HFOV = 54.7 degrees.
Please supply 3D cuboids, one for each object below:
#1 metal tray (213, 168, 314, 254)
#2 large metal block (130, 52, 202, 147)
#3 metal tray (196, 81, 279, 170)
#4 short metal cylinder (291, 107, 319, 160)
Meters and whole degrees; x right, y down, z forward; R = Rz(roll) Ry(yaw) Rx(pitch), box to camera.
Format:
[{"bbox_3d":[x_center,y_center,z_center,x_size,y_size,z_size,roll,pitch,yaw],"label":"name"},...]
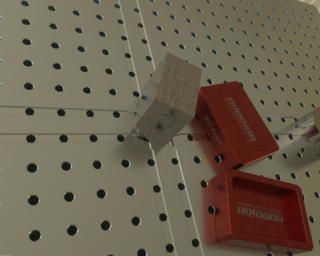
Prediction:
[{"bbox_3d":[0.136,0.112,0.412,0.131,0.030,0.090,16,55,-20],"label":"metal tray"},{"bbox_3d":[0.008,-0.035,0.400,0.050,0.080,0.080,24,53,-15],"label":"large metal block"},{"bbox_3d":[0.113,-0.006,0.472,0.091,0.030,0.130,-14,69,-34],"label":"metal tray"},{"bbox_3d":[0.278,0.010,0.539,0.081,0.050,0.080,14,56,-21],"label":"short metal cylinder"}]
